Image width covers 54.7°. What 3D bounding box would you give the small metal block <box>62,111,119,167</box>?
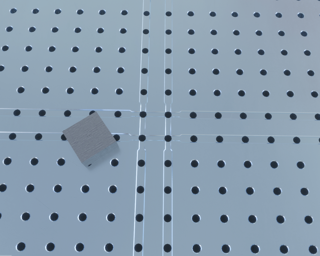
[{"bbox_3d":[-0.090,0.015,0.405,0.050,0.025,0.050,-33,74,-12],"label":"small metal block"}]
